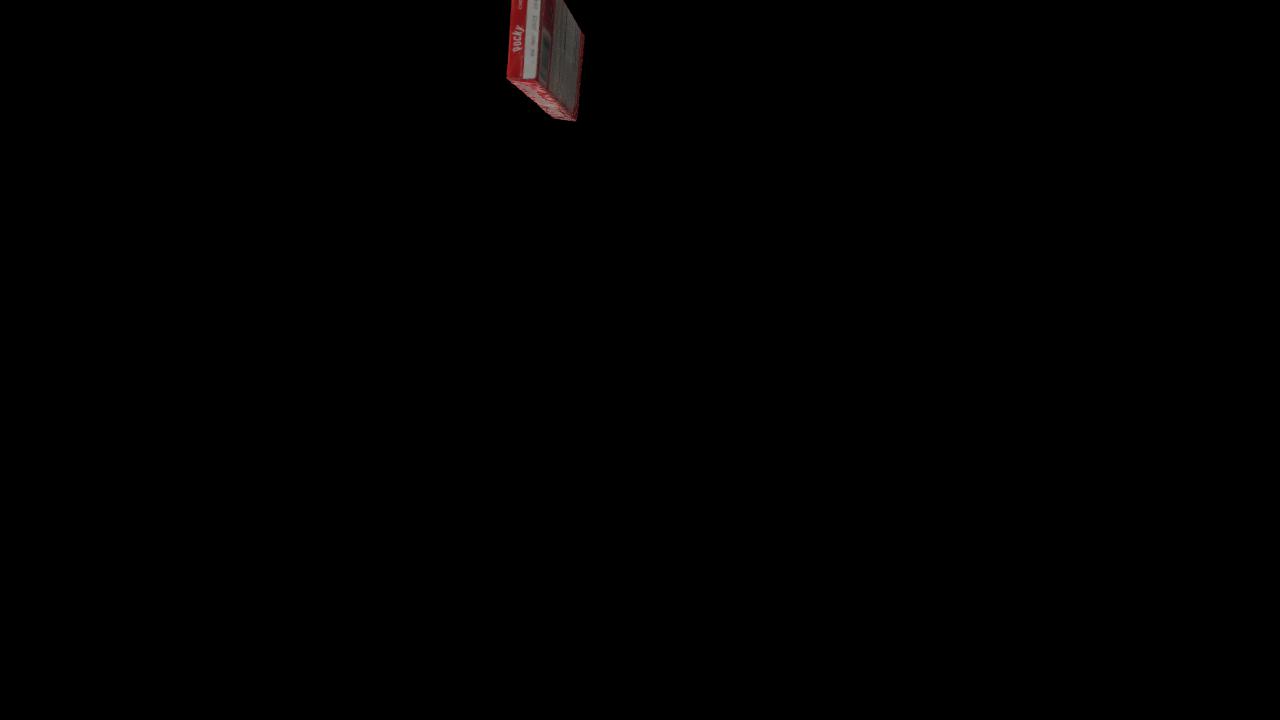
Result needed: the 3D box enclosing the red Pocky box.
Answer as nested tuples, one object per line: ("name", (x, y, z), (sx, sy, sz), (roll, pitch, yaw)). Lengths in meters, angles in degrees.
("red Pocky box", (-0.079, -0.267, 0.538), (0.028, 0.083, 0.155), (7, 11, 5))
